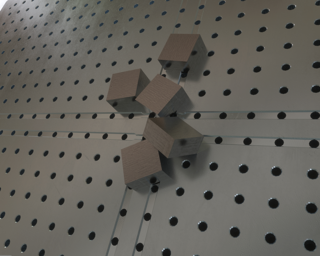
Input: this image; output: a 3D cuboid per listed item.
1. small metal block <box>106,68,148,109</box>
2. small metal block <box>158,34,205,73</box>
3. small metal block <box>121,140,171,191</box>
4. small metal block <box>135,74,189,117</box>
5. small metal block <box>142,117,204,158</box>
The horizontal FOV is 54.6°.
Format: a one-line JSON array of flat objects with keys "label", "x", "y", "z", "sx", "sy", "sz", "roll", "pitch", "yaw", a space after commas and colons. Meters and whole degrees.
[{"label": "small metal block", "x": -0.049, "y": -0.059, "z": 0.472, "sx": 0.050, "sy": 0.025, "sz": 0.050, "roll": -6, "pitch": 59, "yaw": 25}, {"label": "small metal block", "x": 0.032, "y": -0.112, "z": 0.461, "sx": 0.050, "sy": 0.025, "sz": 0.050, "roll": 12, "pitch": 68, "yaw": 33}, {"label": "small metal block", "x": -0.019, "y": 0.045, "z": 0.392, "sx": 0.050, "sy": 0.025, "sz": 0.050, "roll": -23, "pitch": 53, "yaw": 14}, {"label": "small metal block", "x": 0.002, "y": -0.042, "z": 0.434, "sx": 0.050, "sy": 0.025, "sz": 0.050, "roll": -49, "pitch": 51, "yaw": -7}, {"label": "small metal block", "x": 0.016, "y": 0.010, "z": 0.376, "sx": 0.050, "sy": 0.050, "sz": 0.025, "roll": 39, "pitch": 120, "yaw": 39}]
